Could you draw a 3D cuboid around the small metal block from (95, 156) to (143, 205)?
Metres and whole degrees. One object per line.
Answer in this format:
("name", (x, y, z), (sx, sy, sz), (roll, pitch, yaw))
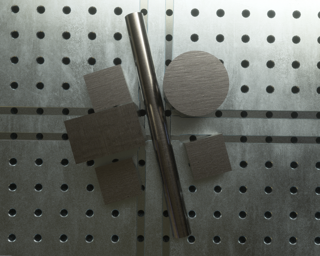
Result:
("small metal block", (-0.054, 0.069, 0.413), (0.050, 0.025, 0.050), (-16, 90, -1))

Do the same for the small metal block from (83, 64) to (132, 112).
("small metal block", (-0.068, -0.052, 0.412), (0.050, 0.025, 0.050), (-17, 90, -1))

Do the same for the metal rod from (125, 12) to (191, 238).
("metal rod", (-0.002, -0.004, 0.413), (0.025, 0.025, 0.298), (-12, 90, 0))

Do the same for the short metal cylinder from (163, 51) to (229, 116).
("short metal cylinder", (0.044, -0.055, 0.401), (0.081, 0.050, 0.079), (0, 90, -1))

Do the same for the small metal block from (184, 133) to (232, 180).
("small metal block", (0.063, 0.037, 0.414), (0.050, 0.025, 0.050), (-15, 90, -1))

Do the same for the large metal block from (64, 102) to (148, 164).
("large metal block", (-0.061, 0.005, 0.384), (0.080, 0.080, 0.050), (-15, 90, 0))
